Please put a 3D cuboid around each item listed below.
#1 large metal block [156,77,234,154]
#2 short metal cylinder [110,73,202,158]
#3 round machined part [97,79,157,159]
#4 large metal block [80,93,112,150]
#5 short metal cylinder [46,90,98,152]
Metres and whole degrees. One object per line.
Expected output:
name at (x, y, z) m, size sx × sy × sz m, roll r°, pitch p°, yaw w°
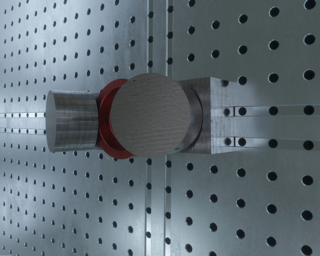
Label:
large metal block at (0.037, -0.013, 0.362) m, size 0.080 × 0.050 × 0.080 m, roll -1°, pitch 90°, yaw 40°
short metal cylinder at (-0.002, -0.012, 0.313) m, size 0.080 × 0.050 × 0.080 m, roll 0°, pitch 90°, yaw 20°
round machined part at (-0.036, -0.011, 0.390) m, size 0.098 × 0.042 × 0.097 m, roll 0°, pitch 90°, yaw 40°
large metal block at (-0.077, -0.010, 0.457) m, size 0.080 × 0.050 × 0.080 m, roll 1°, pitch 91°, yaw 40°
short metal cylinder at (-0.118, -0.009, 0.409) m, size 0.080 × 0.050 × 0.079 m, roll 4°, pitch 94°, yaw 61°
